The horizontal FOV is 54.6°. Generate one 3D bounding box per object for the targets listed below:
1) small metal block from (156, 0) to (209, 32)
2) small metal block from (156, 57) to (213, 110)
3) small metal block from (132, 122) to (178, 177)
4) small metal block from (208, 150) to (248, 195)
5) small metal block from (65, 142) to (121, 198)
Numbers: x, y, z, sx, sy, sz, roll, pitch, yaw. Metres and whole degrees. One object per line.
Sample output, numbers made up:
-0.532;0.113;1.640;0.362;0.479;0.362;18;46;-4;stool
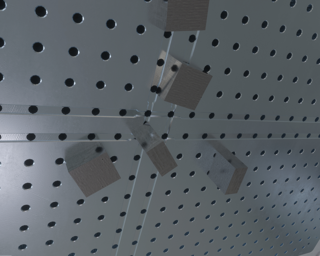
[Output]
0.025;-0.135;0.341;0.050;0.025;0.050;-10;123;-23;small metal block
0.030;-0.055;0.393;0.050;0.025;0.050;14;111;-34;small metal block
-0.007;0.028;0.408;0.025;0.050;0.050;-34;129;-6;small metal block
0.107;0.070;0.496;0.025;0.050;0.050;0;118;-29;small metal block
-0.085;0.053;0.397;0.050;0.025;0.050;-29;128;-10;small metal block
